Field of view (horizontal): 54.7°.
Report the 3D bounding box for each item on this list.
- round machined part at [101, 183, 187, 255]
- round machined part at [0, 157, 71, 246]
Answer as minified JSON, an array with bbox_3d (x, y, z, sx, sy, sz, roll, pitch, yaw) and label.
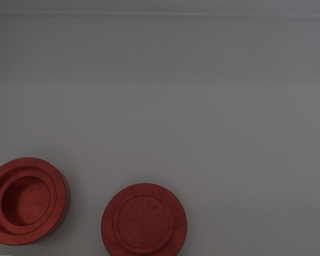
[{"bbox_3d":[-0.018,0.110,0.354,0.099,0.042,0.098,0,63,0],"label":"round machined part"},{"bbox_3d":[-0.155,0.087,0.368,0.099,0.042,0.098,0,70,0],"label":"round machined part"}]
